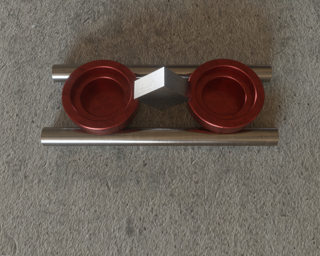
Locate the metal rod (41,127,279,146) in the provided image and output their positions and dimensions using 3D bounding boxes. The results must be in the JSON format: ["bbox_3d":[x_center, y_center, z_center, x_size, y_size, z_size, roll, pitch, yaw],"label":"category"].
[{"bbox_3d":[0.000,0.011,0.405,0.302,0.025,0.025,0,70,0],"label":"metal rod"}]

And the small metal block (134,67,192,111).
[{"bbox_3d":[0.004,-0.047,0.385,0.050,0.050,0.025,-18,63,40],"label":"small metal block"}]

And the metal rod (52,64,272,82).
[{"bbox_3d":[0.003,-0.077,0.437,0.302,0.025,0.025,0,70,0],"label":"metal rod"}]

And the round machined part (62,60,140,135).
[{"bbox_3d":[-0.074,-0.037,0.409,0.099,0.042,0.098,0,70,0],"label":"round machined part"}]

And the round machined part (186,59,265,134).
[{"bbox_3d":[0.083,-0.039,0.409,0.099,0.042,0.098,0,70,0],"label":"round machined part"}]
